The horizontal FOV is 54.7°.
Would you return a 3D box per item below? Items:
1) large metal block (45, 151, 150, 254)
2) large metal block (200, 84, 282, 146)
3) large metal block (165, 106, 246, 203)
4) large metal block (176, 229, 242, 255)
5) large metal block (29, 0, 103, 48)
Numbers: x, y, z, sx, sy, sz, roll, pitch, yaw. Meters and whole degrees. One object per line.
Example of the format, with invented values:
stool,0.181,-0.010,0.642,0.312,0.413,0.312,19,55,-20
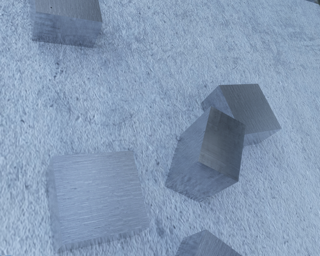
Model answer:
large metal block,-0.065,0.071,0.309,0.081,0.050,0.080,-2,63,-29
large metal block,0.120,-0.018,0.463,0.081,0.050,0.080,-7,65,-31
large metal block,0.055,0.034,0.377,0.050,0.080,0.080,28,52,-11
large metal block,0.051,0.165,0.314,0.080,0.050,0.080,37,51,-3
large metal block,-0.128,-0.159,0.416,0.081,0.050,0.080,0,62,-28
